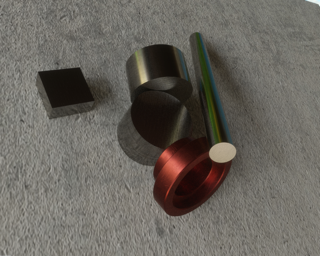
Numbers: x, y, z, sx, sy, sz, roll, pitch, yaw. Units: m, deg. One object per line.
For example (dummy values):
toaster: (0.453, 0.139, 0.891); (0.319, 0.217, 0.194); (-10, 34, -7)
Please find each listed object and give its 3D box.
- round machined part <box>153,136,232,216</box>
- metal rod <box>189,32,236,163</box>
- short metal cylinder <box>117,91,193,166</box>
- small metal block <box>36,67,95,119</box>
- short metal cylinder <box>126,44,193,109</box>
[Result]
round machined part: (0.032, 0.049, 0.352); (0.099, 0.097, 0.042); (-16, 43, -35)
metal rod: (0.061, -0.065, 0.411); (0.025, 0.025, 0.300); (23, 33, -15)
short metal cylinder: (-0.007, 0.001, 0.384); (0.081, 0.050, 0.080); (14, 56, -21)
small metal block: (-0.113, -0.042, 0.369); (0.050, 0.025, 0.050); (-15, 69, -34)
short metal cylinder: (-0.002, -0.063, 0.406); (0.081, 0.080, 0.050); (3, 61, -27)
